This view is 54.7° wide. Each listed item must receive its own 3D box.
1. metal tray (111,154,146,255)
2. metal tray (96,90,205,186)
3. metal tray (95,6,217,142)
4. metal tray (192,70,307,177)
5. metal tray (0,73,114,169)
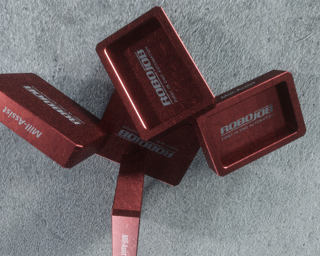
[{"bbox_3d":[-0.039,0.108,0.395,0.030,0.090,0.129,5,131,-2],"label":"metal tray"},{"bbox_3d":[-0.016,0.013,0.413,0.131,0.030,0.089,24,108,-9],"label":"metal tray"},{"bbox_3d":[-0.006,-0.060,0.355,0.090,0.030,0.130,-30,79,10],"label":"metal tray"},{"bbox_3d":[0.112,-0.007,0.390,0.131,0.030,0.090,-25,109,-7],"label":"metal tray"},{"bbox_3d":[-0.128,-0.014,0.353,0.130,0.090,0.030,35,107,5],"label":"metal tray"}]
